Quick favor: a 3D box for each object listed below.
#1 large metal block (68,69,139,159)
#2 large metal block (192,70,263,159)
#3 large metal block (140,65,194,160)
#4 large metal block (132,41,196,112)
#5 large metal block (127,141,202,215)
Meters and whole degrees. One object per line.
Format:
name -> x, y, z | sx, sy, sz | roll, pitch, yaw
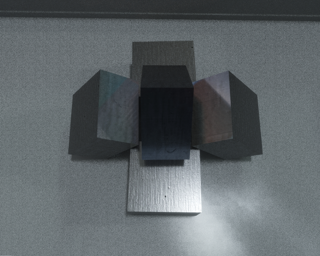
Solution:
large metal block -> -0.069, -0.012, 0.375 | 0.050, 0.080, 0.080 | 13, 66, -35
large metal block -> 0.081, -0.011, 0.376 | 0.050, 0.080, 0.080 | -14, 66, 36
large metal block -> 0.006, -0.020, 0.344 | 0.050, 0.079, 0.080 | 0, 26, -1
large metal block -> 0.005, -0.068, 0.417 | 0.081, 0.050, 0.080 | -1, 70, -1
large metal block -> 0.006, 0.062, 0.372 | 0.080, 0.050, 0.080 | 1, 70, 0
